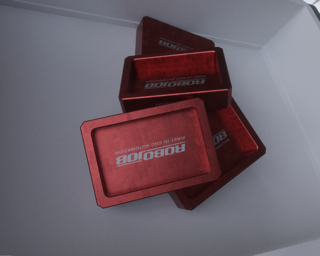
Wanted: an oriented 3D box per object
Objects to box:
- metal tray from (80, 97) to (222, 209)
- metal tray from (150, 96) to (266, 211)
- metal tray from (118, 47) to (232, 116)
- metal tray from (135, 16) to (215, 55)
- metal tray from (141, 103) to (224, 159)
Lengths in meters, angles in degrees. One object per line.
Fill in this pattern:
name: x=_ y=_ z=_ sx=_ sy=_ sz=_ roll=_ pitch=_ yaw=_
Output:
metal tray: x=-0.010 y=0.025 z=0.331 sx=0.131 sy=0.030 sz=0.089 roll=-13 pitch=87 yaw=-6
metal tray: x=0.056 y=0.027 z=0.382 sx=0.131 sy=0.030 sz=0.090 roll=-33 pitch=89 yaw=-19
metal tray: x=0.019 y=-0.060 z=0.393 sx=0.131 sy=0.030 sz=0.090 roll=-5 pitch=46 yaw=5
metal tray: x=0.027 y=-0.116 z=0.490 sx=0.131 sy=0.030 sz=0.090 roll=13 pitch=56 yaw=-21
metal tray: x=0.040 y=-0.013 z=0.434 sx=0.130 sy=0.030 sz=0.090 roll=32 pitch=51 yaw=-8
